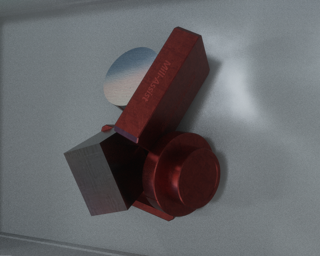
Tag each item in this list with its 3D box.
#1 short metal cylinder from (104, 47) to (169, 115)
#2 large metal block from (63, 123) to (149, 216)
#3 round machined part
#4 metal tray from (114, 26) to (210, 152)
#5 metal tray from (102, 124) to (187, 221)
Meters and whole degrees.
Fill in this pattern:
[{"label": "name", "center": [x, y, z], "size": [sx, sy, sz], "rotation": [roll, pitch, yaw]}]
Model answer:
[{"label": "short metal cylinder", "center": [-0.023, -0.053, 0.387], "size": [0.080, 0.050, 0.080], "rotation": [-13, 61, 26]}, {"label": "large metal block", "center": [-0.057, 0.047, 0.374], "size": [0.050, 0.080, 0.080], "rotation": [-16, 101, 25]}, {"label": "round machined part", "center": [0.031, 0.054, 0.355], "size": [0.042, 0.099, 0.097], "rotation": [8, 93, 50]}, {"label": "metal tray", "center": [0.008, -0.036, 0.354], "size": [0.030, 0.090, 0.130], "rotation": [28, 84, 20]}, {"label": "metal tray", "center": [-0.026, 0.056, 0.413], "size": [0.130, 0.030, 0.089], "rotation": [18, 96, 19]}]
